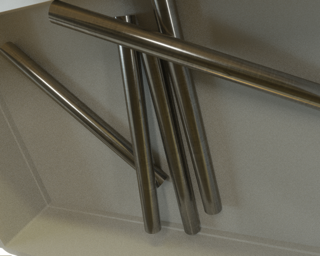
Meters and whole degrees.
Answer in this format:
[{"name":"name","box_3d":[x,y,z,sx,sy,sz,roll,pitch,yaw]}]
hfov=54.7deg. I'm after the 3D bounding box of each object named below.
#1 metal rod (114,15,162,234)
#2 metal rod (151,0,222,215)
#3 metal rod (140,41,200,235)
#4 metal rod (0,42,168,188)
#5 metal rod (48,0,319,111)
[{"name":"metal rod","box_3d":[-0.026,0.011,0.405,0.025,0.025,0.298,4,114,25]},{"name":"metal rod","box_3d":[0.037,-0.016,0.377,0.025,0.025,0.298,-2,118,29]},{"name":"metal rod","box_3d":[0.017,0.025,0.413,0.025,0.025,0.298,0,119,27]},{"name":"metal rod","box_3d":[-0.111,-0.019,0.453,0.300,0.025,0.025,41,129,0]},{"name":"metal rod","box_3d":[0.030,-0.075,0.317,0.301,0.025,0.025,19,126,5]}]
